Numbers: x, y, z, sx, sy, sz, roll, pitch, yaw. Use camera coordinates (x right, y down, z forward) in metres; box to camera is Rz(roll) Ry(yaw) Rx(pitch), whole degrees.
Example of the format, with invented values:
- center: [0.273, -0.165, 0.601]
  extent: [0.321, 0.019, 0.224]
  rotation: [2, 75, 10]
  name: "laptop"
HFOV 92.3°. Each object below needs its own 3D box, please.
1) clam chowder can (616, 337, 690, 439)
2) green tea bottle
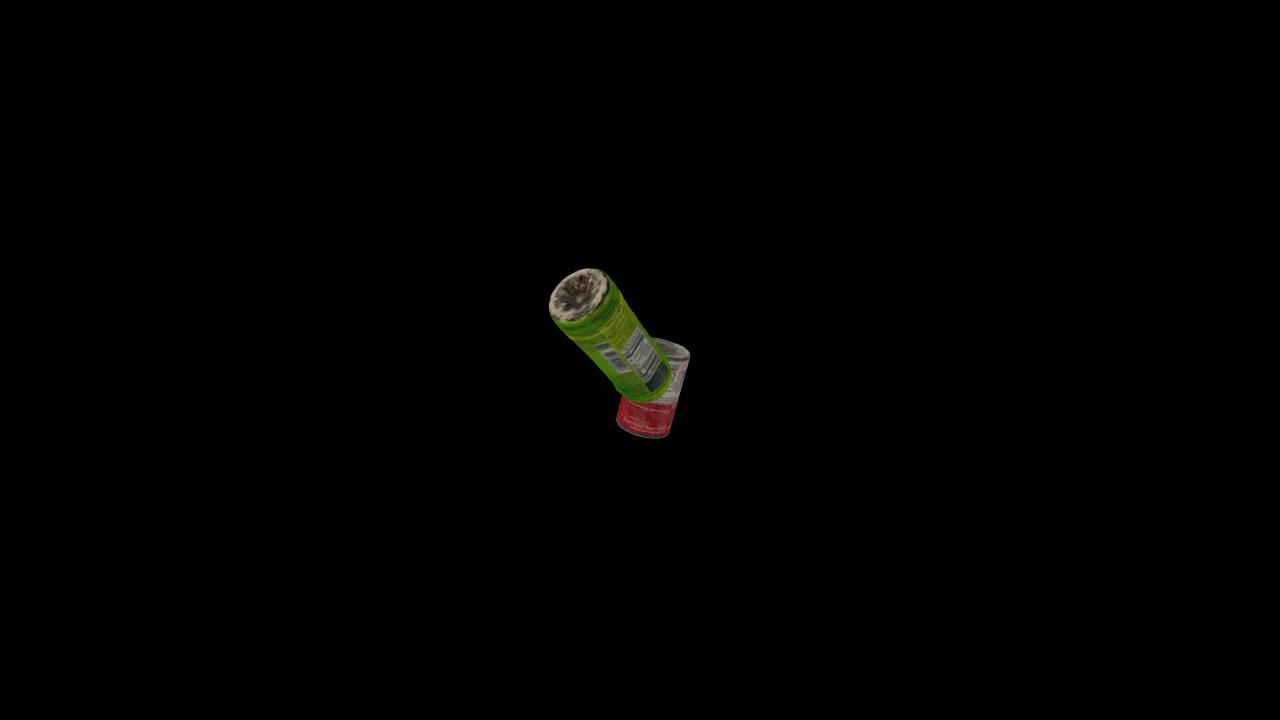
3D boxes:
- center: [0.015, 0.032, 0.721]
  extent: [0.068, 0.102, 0.068]
  rotation: [13, 19, -4]
  name: "clam chowder can"
- center: [-0.015, -0.006, 0.655]
  extent: [0.073, 0.073, 0.212]
  rotation: [0, -35, 31]
  name: "green tea bottle"
